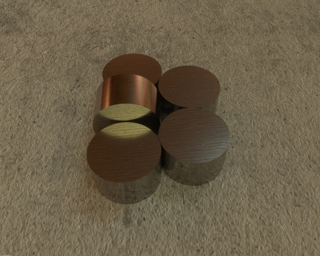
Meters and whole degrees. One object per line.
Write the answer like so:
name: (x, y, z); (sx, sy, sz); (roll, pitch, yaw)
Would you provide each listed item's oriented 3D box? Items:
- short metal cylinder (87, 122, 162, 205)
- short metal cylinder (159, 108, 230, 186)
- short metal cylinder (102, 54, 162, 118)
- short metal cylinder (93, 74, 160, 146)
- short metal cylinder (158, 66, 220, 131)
short metal cylinder: (-0.038, 0.040, 0.354); (0.080, 0.050, 0.080); (0, 50, 1)
short metal cylinder: (0.039, 0.022, 0.369); (0.080, 0.050, 0.080); (0, 51, 1)
short metal cylinder: (-0.037, -0.061, 0.439); (0.080, 0.050, 0.080); (0, 50, 1)
short metal cylinder: (-0.041, -0.021, 0.386); (0.081, 0.080, 0.050); (-2, 50, -2)
short metal cylinder: (0.038, -0.040, 0.421); (0.080, 0.050, 0.080); (0, 51, 0)
